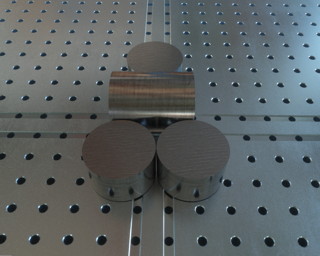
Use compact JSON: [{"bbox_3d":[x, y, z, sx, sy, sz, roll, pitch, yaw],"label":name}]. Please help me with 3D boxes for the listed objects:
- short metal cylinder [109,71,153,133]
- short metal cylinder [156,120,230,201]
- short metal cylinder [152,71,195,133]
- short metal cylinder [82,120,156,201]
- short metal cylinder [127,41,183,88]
[{"bbox_3d":[-0.035,-0.033,0.400,0.050,0.080,0.080,0,50,0],"label":"short metal cylinder"},{"bbox_3d":[0.036,0.037,0.359,0.081,0.050,0.080,0,50,0],"label":"short metal cylinder"},{"bbox_3d":[0.016,-0.033,0.400,0.050,0.080,0.080,0,50,0],"label":"short metal cylinder"},{"bbox_3d":[-0.045,0.037,0.358,0.081,0.050,0.080,0,50,0],"label":"short metal cylinder"},{"bbox_3d":[-0.007,-0.085,0.462,0.081,0.050,0.080,0,50,0],"label":"short metal cylinder"}]
